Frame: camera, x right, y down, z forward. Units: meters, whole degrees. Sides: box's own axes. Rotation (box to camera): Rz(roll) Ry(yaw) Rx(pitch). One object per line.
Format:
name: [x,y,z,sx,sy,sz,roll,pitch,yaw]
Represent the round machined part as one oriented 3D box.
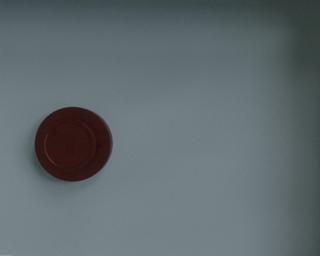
round machined part: [-0.113,0.021,0.401,0.099,0.042,0.097,0,90,-1]
